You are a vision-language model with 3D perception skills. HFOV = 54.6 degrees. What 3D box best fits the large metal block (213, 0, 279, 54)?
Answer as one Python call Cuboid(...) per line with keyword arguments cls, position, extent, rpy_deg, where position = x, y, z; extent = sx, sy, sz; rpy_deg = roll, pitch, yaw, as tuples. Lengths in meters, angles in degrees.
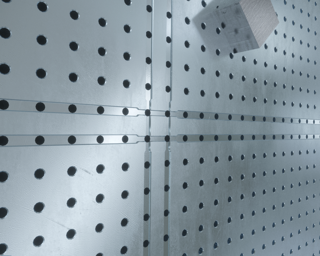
Cuboid(cls="large metal block", position=(0.144, -0.183, 0.512), extent=(0.080, 0.050, 0.080), rpy_deg=(-50, 119, -28))
